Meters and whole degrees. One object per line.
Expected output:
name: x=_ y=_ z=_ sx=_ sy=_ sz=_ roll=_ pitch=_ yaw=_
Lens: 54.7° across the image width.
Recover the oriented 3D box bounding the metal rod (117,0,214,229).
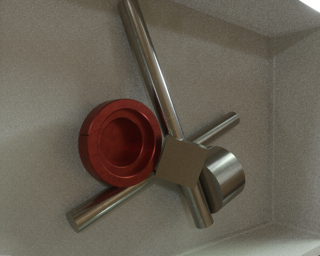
metal rod: x=0.010 y=-0.013 z=0.392 sx=0.025 sy=0.025 sz=0.298 roll=-25 pitch=99 yaw=-38

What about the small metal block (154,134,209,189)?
small metal block: x=0.025 y=0.040 z=0.374 sx=0.050 sy=0.025 sz=0.050 roll=18 pitch=95 yaw=-6

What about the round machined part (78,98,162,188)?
round machined part: x=-0.048 y=0.016 z=0.355 sx=0.099 sy=0.042 sz=0.097 roll=0 pitch=90 yaw=-40

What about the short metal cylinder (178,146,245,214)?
short metal cylinder: x=0.069 y=0.071 z=0.430 sx=0.050 sy=0.080 sz=0.080 roll=-25 pitch=106 yaw=-38

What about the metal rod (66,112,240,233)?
metal rod: x=0.014 y=0.043 z=0.418 sx=0.302 sy=0.025 sz=0.025 roll=-29 pitch=108 yaw=-37
